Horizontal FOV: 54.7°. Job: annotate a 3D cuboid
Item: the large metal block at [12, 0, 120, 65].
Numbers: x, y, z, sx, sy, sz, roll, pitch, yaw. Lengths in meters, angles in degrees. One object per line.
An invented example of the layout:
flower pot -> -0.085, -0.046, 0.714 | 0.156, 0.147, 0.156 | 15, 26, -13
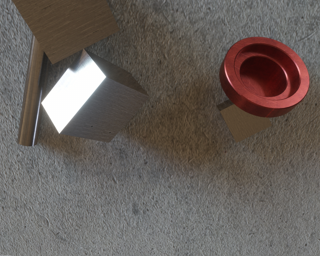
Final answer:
large metal block -> -0.101, -0.127, 0.329 | 0.080, 0.050, 0.080 | -30, 122, -7

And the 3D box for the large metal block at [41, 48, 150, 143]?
large metal block -> -0.073, -0.033, 0.361 | 0.080, 0.080, 0.050 | -47, 61, 15

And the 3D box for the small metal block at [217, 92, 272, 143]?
small metal block -> 0.110, -0.017, 0.405 | 0.050, 0.025, 0.050 | -28, 108, 9

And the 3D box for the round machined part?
round machined part -> 0.117, -0.055, 0.363 | 0.099, 0.098, 0.042 | 9, 154, -4

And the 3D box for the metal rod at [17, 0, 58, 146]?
metal rod -> -0.136, -0.116, 0.365 | 0.025, 0.025, 0.298 | 15, 109, -6
